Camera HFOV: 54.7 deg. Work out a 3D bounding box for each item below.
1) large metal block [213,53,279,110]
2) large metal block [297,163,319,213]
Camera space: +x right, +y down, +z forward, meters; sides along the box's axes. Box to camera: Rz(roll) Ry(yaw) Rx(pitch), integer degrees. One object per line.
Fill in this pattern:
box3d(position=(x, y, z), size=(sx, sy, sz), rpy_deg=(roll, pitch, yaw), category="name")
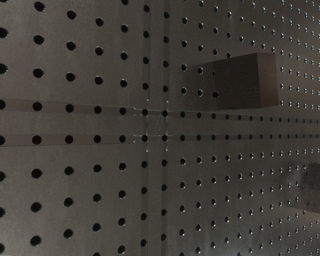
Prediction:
box3d(position=(0.135, -0.072, 0.489), size=(0.050, 0.080, 0.079), rpy_deg=(-11, 97, -40), category="large metal block")
box3d(position=(0.363, 0.137, 0.703), size=(0.080, 0.050, 0.080), rpy_deg=(-46, 118, -30), category="large metal block")
